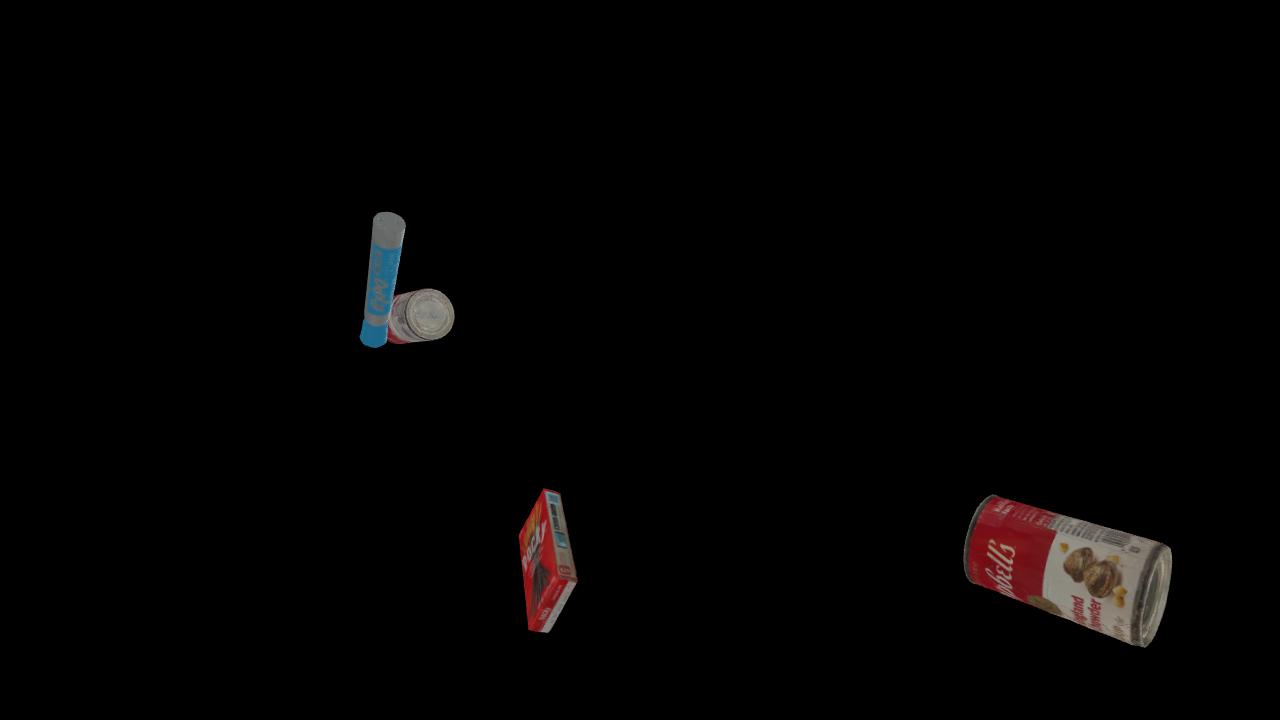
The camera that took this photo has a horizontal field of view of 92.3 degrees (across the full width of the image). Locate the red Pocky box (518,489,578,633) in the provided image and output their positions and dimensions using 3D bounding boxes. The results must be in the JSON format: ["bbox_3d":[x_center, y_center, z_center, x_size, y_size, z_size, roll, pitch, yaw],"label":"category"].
[{"bbox_3d":[-0.112,0.232,0.728,0.028,0.083,0.155,19,20,-23],"label":"red Pocky box"}]

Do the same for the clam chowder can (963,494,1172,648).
[{"bbox_3d":[0.287,0.139,0.417,0.068,0.068,0.102,0,7,-39],"label":"clam chowder can"}]

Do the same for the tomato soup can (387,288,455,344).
[{"bbox_3d":[-0.295,-0.057,0.804,0.068,0.068,0.101,0,-2,-44],"label":"tomato soup can"}]

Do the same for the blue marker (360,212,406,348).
[{"bbox_3d":[-0.177,-0.049,0.419,0.020,0.020,0.121,0,-36,-29],"label":"blue marker"}]
